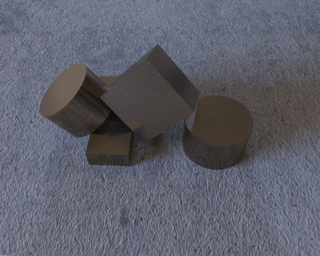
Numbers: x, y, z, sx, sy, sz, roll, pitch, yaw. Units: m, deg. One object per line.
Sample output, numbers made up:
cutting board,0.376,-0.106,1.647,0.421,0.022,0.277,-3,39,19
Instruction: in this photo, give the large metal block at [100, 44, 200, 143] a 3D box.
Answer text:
large metal block,-0.011,-0.040,0.379,0.080,0.080,0.050,47,32,-16

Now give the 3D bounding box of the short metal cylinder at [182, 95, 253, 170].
short metal cylinder,0.069,0.005,0.385,0.081,0.050,0.080,0,50,0

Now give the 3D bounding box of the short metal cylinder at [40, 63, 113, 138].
short metal cylinder,-0.104,-0.035,0.393,0.080,0.050,0.080,-24,45,27

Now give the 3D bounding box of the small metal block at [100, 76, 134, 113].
small metal block,-0.063,-0.049,0.445,0.050,0.025,0.050,-1,50,-1

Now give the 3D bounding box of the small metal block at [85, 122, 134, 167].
small metal block,-0.061,0.020,0.387,0.050,0.025,0.050,2,50,1
